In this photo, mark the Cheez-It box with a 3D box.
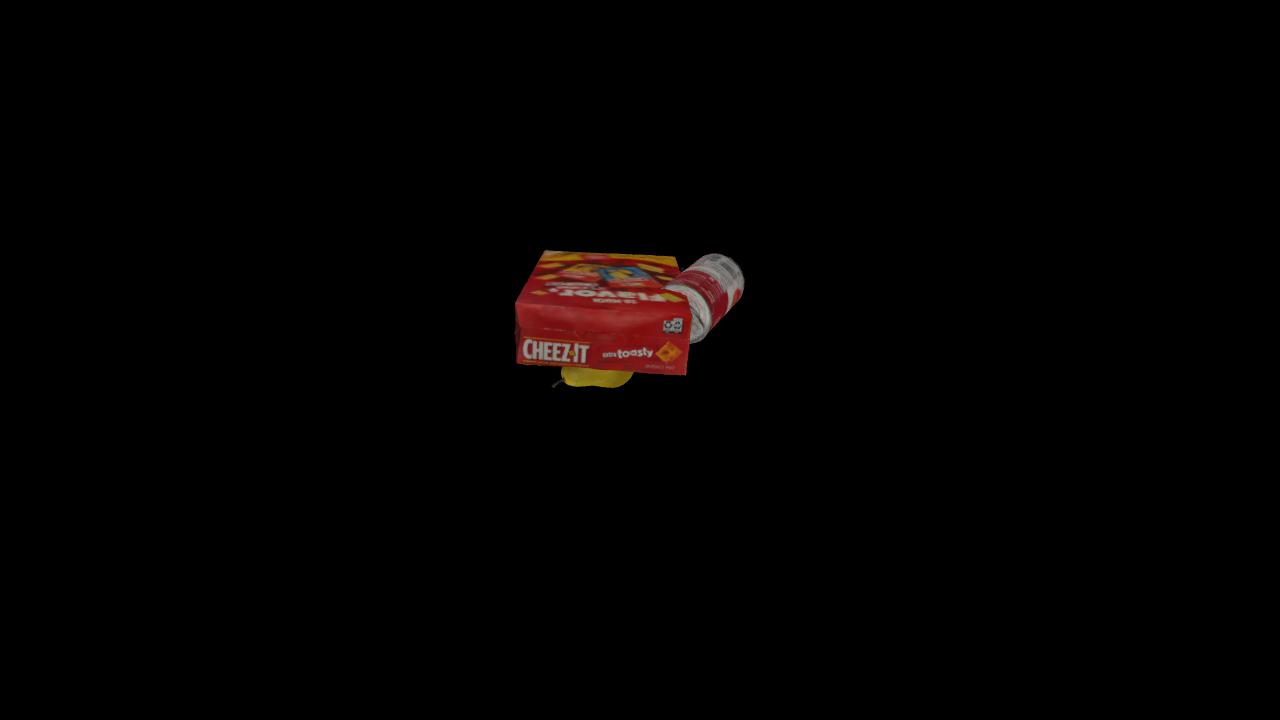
[{"bbox_3d":[-0.036,-0.060,0.667,0.166,0.071,0.223,3,23,-3],"label":"Cheez-It box"}]

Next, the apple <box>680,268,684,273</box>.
[{"bbox_3d":[0.047,-0.065,0.744,0.079,0.093,0.079,7,16,-2],"label":"apple"}]

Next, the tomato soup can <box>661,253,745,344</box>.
[{"bbox_3d":[0.065,-0.069,0.663,0.068,0.068,0.101,0,27,32],"label":"tomato soup can"}]

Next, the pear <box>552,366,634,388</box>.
[{"bbox_3d":[-0.063,0.006,0.770,0.111,0.080,0.080,-20,5,-15],"label":"pear"}]
